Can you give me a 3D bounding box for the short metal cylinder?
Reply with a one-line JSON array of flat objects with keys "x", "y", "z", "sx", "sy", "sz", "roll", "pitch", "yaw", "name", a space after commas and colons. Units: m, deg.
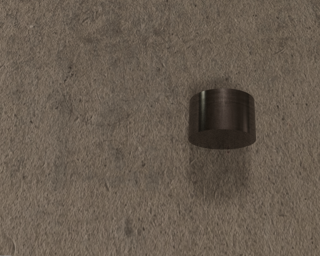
[{"x": 0.076, "y": -0.008, "z": 0.383, "sx": 0.081, "sy": 0.080, "sz": 0.050, "roll": 3, "pitch": 70, "yaw": 1, "name": "short metal cylinder"}]
